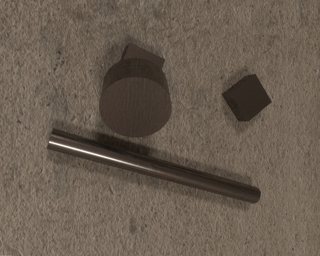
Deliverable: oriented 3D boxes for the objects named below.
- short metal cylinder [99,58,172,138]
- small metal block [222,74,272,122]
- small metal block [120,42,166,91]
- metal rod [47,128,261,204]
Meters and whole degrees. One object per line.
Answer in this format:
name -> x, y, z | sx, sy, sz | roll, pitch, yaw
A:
short metal cylinder -> -0.029, -0.035, 0.365 | 0.081, 0.050, 0.079 | -3, 126, -3
small metal block -> 0.129, -0.044, 0.458 | 0.050, 0.025, 0.050 | -38, 103, -16
small metal block -> -0.028, -0.074, 0.400 | 0.050, 0.025, 0.050 | 22, 83, -19
metal rod -> 0.007, 0.056, 0.412 | 0.302, 0.025, 0.025 | 18, 84, -20
